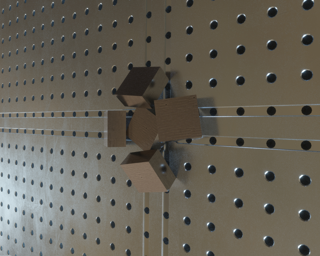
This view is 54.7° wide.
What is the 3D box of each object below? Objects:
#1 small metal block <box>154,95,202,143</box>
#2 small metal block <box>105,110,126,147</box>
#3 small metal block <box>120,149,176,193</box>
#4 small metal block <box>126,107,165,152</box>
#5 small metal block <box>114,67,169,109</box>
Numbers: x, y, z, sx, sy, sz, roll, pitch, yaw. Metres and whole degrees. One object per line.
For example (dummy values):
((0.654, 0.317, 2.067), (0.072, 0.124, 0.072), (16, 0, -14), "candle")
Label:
((0.022, -0.010, 0.374), (0.050, 0.025, 0.050), (-8, 84, 4), "small metal block")
((-0.065, 0.001, 0.446), (0.050, 0.025, 0.050), (180, 90, -74), "small metal block")
((-0.015, 0.057, 0.404), (0.050, 0.025, 0.050), (-11, 119, 39), "small metal block")
((-0.014, 0.000, 0.419), (0.050, 0.025, 0.050), (38, 113, 33), "small metal block")
((-0.024, -0.054, 0.411), (0.050, 0.025, 0.050), (8, 59, 39), "small metal block")
